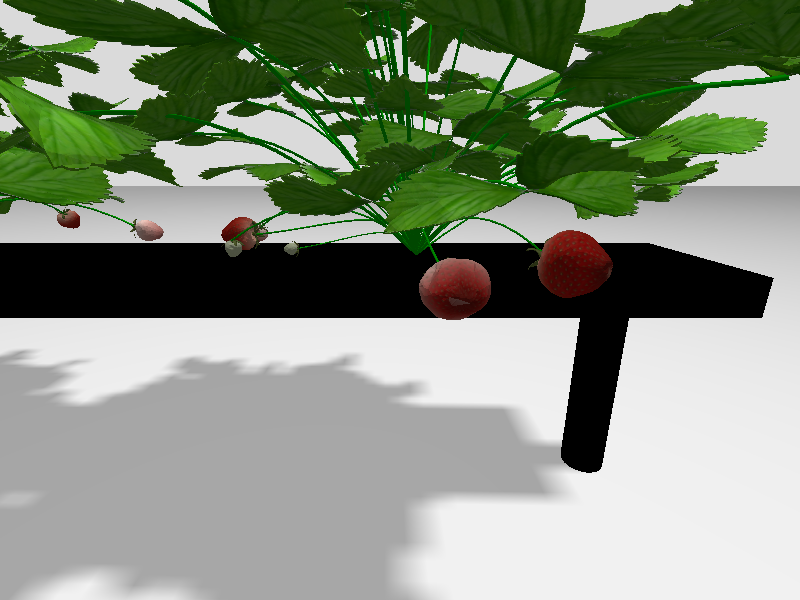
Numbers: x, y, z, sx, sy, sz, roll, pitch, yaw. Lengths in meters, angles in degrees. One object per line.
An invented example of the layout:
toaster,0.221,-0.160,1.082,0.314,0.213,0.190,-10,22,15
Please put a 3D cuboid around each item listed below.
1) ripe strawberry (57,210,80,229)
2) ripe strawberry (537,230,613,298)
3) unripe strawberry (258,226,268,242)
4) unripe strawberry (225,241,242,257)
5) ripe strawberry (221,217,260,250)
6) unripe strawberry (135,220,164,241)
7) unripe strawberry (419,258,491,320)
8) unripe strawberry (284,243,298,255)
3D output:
ripe strawberry,-0.428,-0.104,0.520,0.025,0.021,0.025,1,-31,2
ripe strawberry,0.102,-0.020,0.232,0.037,0.039,0.040,-12,22,-34
unripe strawberry,-0.146,-0.067,0.412,0.017,0.017,0.019,38,27,7
unripe strawberry,-0.142,-0.043,0.342,0.014,0.014,0.013,7,17,-6
ripe strawberry,-0.147,-0.061,0.368,0.031,0.030,0.034,2,18,7
unripe strawberry,-0.261,-0.072,0.418,0.025,0.022,0.025,11,12,-25
unripe strawberry,0.026,-0.004,0.187,0.034,0.030,0.031,-1,18,-4
unripe strawberry,-0.095,-0.045,0.351,0.012,0.010,0.012,-1,18,-1
